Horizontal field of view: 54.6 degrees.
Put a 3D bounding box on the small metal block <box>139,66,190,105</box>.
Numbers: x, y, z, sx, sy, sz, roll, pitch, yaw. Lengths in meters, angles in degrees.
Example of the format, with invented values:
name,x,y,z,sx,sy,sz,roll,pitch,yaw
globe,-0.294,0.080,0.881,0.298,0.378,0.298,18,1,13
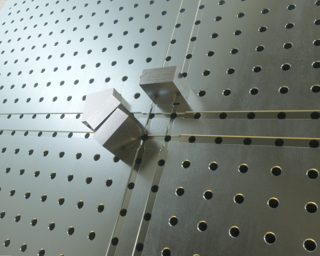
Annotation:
name,x,y,z,sx,sy,sz,roll,pitch,yaw
small metal block,0.007,-0.057,0.424,0.050,0.050,0.025,-1,61,28

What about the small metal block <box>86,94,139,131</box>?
name,x,y,z,sx,sy,sz,roll,pitch,yaw
small metal block,-0.066,-0.010,0.434,0.050,0.050,0.025,-46,51,-3

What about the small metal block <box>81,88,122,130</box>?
name,x,y,z,sx,sy,sz,roll,pitch,yaw
small metal block,-0.088,-0.029,0.474,0.050,0.025,0.050,-11,57,22

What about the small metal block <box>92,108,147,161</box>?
name,x,y,z,sx,sy,sz,roll,pitch,yaw
small metal block,-0.053,0.010,0.415,0.050,0.050,0.025,-49,51,-6
